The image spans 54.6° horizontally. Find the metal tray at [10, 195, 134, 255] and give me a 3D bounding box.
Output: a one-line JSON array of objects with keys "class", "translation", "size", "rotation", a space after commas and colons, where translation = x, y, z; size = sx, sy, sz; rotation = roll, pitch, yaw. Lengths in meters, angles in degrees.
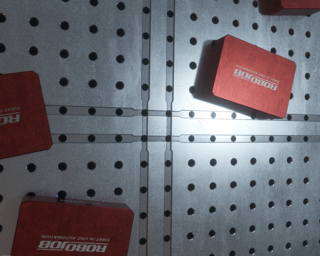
[{"class": "metal tray", "translation": [-0.104, 0.134, 0.372], "size": [0.131, 0.030, 0.090], "rotation": [11, 86, -20]}]

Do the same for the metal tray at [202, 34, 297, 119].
[{"class": "metal tray", "translation": [0.134, -0.072, 0.459], "size": [0.131, 0.030, 0.090], "rotation": [15, 85, -20]}]

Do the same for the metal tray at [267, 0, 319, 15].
[{"class": "metal tray", "translation": [0.210, -0.247, 0.486], "size": [0.091, 0.030, 0.129], "rotation": [-8, 93, -20]}]

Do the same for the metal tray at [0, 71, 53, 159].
[{"class": "metal tray", "translation": [-0.193, -0.008, 0.339], "size": [0.131, 0.030, 0.090], "rotation": [-12, 94, -20]}]
